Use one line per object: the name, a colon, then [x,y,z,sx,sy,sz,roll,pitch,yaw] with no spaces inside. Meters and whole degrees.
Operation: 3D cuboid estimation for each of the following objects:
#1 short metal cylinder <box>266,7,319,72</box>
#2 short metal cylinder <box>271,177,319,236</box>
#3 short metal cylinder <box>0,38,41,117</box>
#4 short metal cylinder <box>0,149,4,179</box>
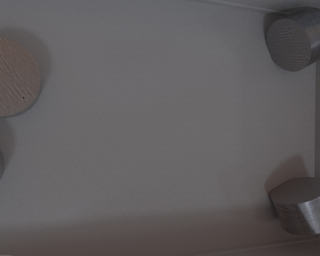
short metal cylinder: [0.206,-0.130,0.457,0.050,0.080,0.080,-28,100,-18]
short metal cylinder: [0.213,0.114,0.460,0.081,0.080,0.050,-25,99,-18]
short metal cylinder: [-0.171,-0.051,0.334,0.081,0.050,0.080,0,90,-20]
short metal cylinder: [-0.209,0.042,0.320,0.081,0.050,0.080,0,90,-20]
